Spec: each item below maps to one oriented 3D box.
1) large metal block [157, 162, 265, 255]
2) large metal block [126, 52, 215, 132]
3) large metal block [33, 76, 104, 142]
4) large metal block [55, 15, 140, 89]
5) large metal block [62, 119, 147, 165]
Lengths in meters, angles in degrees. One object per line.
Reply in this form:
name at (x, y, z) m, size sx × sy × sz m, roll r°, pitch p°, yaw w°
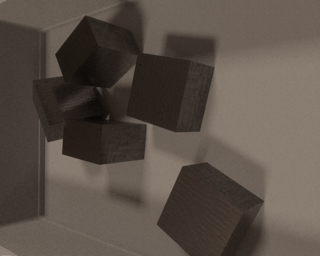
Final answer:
large metal block at (0.054, 0.095, 0.345) m, size 0.080 × 0.050 × 0.079 m, roll 34°, pitch 111°, yaw 34°
large metal block at (0.011, -0.044, 0.380) m, size 0.080 × 0.050 × 0.079 m, roll 19°, pitch 102°, yaw 38°
large metal block at (-0.143, -0.033, 0.477) m, size 0.080 × 0.081 × 0.050 m, roll 63°, pitch 148°, yaw 21°
large metal block at (-0.086, -0.103, 0.440) m, size 0.080 × 0.081 × 0.050 m, roll -37°, pitch 68°, yaw 34°
large metal block at (-0.077, 0.016, 0.432) m, size 0.080 × 0.081 × 0.050 m, roll 8°, pitch 95°, yaw 39°
